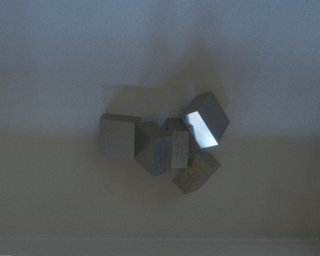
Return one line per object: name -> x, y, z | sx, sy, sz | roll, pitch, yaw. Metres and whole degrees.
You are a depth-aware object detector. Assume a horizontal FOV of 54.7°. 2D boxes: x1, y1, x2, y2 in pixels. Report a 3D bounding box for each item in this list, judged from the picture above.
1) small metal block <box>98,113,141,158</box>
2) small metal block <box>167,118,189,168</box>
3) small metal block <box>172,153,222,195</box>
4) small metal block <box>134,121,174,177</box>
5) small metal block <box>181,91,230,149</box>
small metal block -> -0.054, 0.010, 0.412 | 0.050, 0.025, 0.050 | 6, 110, -3
small metal block -> 0.022, 0.018, 0.404 | 0.025, 0.050, 0.050 | 1, 110, -1
small metal block -> 0.051, 0.060, 0.416 | 0.025, 0.050, 0.050 | 46, 106, 21
small metal block -> -0.009, 0.025, 0.386 | 0.025, 0.050, 0.050 | -11, 117, -30
small metal block -> 0.059, -0.011, 0.390 | 0.025, 0.050, 0.050 | -19, 113, 41
